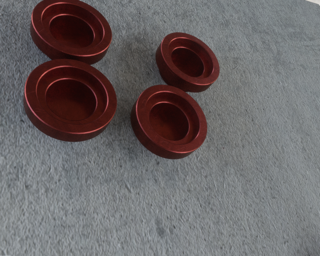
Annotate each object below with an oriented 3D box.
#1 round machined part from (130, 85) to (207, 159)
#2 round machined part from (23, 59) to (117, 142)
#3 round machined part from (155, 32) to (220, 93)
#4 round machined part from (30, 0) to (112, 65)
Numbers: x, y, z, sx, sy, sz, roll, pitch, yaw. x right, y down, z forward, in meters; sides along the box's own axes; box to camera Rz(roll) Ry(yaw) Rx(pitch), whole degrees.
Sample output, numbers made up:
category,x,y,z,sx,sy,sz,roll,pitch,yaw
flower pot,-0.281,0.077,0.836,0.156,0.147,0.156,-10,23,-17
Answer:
category,x,y,z,sx,sy,sz,roll,pitch,yaw
round machined part,0.008,-0.004,0.400,0.099,0.042,0.098,14,56,-21
round machined part,-0.103,-0.028,0.354,0.099,0.042,0.098,14,56,-21
round machined part,0.038,-0.094,0.470,0.099,0.042,0.098,14,56,-21
round machined part,-0.116,-0.119,0.403,0.099,0.042,0.098,14,56,-21
